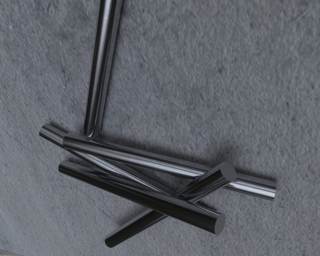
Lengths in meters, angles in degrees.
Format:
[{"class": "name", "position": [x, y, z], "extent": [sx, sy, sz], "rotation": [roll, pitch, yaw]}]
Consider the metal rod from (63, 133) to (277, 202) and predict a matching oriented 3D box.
[{"class": "metal rod", "position": [0.000, 0.049, 0.426], "extent": [0.301, 0.025, 0.025], "rotation": [12, 123, 18]}]

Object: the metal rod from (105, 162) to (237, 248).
[{"class": "metal rod", "position": [-0.004, 0.125, 0.452], "extent": [0.025, 0.025, 0.299], "rotation": [45, 132, -3]}]

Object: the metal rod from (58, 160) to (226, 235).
[{"class": "metal rod", "position": [-0.048, 0.088, 0.440], "extent": [0.300, 0.025, 0.025], "rotation": [10, 124, 38]}]

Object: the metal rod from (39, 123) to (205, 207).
[{"class": "metal rod", "position": [-0.056, 0.069, 0.476], "extent": [0.301, 0.025, 0.025], "rotation": [26, 128, 11]}]

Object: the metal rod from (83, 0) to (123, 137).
[{"class": "metal rod", "position": [-0.066, -0.108, 0.372], "extent": [0.025, 0.025, 0.298], "rotation": [26, 128, 11]}]
